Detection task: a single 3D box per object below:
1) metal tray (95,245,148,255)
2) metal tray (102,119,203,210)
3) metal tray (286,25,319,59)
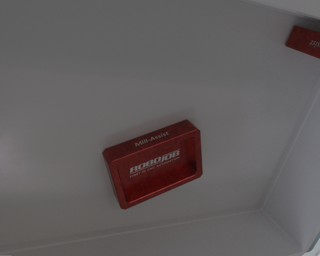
[{"bbox_3d":[-0.074,0.266,0.532,0.091,0.030,0.129,-2,120,-28],"label":"metal tray"},{"bbox_3d":[-0.005,0.051,0.433,0.131,0.030,0.089,-20,126,-17],"label":"metal tray"},{"bbox_3d":[0.248,-0.099,0.414,0.091,0.130,0.030,4,117,-30],"label":"metal tray"}]
